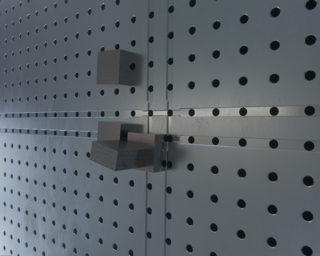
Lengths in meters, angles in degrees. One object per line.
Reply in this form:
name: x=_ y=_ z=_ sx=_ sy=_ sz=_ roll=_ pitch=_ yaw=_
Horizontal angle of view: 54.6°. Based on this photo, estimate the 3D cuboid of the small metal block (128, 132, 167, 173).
small metal block: x=-0.019 y=0.032 z=0.426 sx=0.050 sy=0.025 sz=0.050 roll=4 pitch=93 yaw=40

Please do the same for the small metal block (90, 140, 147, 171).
small metal block: x=-0.055 y=0.035 z=0.407 sx=0.050 sy=0.050 sz=0.025 roll=16 pitch=101 yaw=39

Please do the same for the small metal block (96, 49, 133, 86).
small metal block: x=-0.069 y=-0.090 z=0.468 sx=0.050 sy=0.025 sz=0.050 roll=6 pitch=94 yaw=40

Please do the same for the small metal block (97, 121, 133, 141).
small metal block: x=-0.068 y=0.017 z=0.467 sx=0.050 sy=0.025 sz=0.050 roll=7 pitch=94 yaw=40
